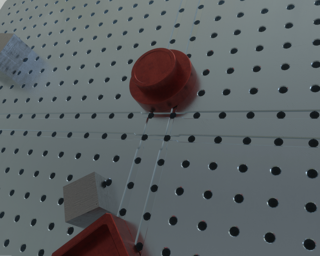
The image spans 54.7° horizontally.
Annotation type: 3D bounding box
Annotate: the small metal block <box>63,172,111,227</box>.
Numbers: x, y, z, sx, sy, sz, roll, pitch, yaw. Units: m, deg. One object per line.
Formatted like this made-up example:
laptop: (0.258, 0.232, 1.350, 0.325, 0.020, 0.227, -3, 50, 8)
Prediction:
small metal block: (-0.096, 0.092, 0.402, 0.050, 0.025, 0.050, -26, 53, 11)

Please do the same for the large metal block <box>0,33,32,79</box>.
large metal block: (-0.339, -0.156, 0.667, 0.080, 0.050, 0.080, 13, 68, 33)

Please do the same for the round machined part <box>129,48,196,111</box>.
round machined part: (-0.002, -0.076, 0.445, 0.098, 0.042, 0.098, -13, 56, 21)

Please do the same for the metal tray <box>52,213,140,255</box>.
metal tray: (-0.059, 0.170, 0.331, 0.090, 0.030, 0.130, -37, 51, 3)
